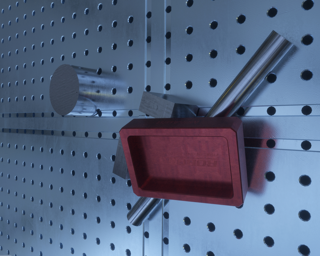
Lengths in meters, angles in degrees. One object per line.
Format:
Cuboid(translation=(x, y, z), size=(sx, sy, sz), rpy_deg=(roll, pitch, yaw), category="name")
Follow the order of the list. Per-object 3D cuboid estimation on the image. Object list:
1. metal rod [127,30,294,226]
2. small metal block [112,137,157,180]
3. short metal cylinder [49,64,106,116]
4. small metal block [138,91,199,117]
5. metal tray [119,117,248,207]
Cuboid(translation=(0.043, 0.019, 0.371), size=(0.025, 0.025, 0.298), rpy_deg=(50, 119, 28), category="metal rod")
Cuboid(translation=(-0.033, 0.038, 0.418), size=(0.025, 0.050, 0.050), rpy_deg=(20, 102, 38), category="small metal block")
Cuboid(translation=(-0.134, -0.059, 0.501), size=(0.080, 0.050, 0.079), rpy_deg=(0, 90, 39), category="short metal cylinder")
Cuboid(translation=(0.011, -0.025, 0.382), size=(0.050, 0.050, 0.025), rpy_deg=(25, 106, 37), category="small metal block")
Cuboid(translation=(0.026, 0.035, 0.343), size=(0.130, 0.030, 0.089), rpy_deg=(0, 112, 25), category="metal tray")
